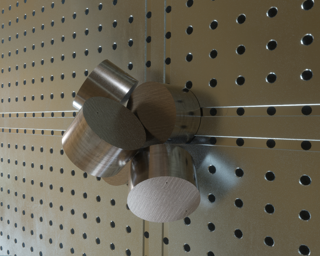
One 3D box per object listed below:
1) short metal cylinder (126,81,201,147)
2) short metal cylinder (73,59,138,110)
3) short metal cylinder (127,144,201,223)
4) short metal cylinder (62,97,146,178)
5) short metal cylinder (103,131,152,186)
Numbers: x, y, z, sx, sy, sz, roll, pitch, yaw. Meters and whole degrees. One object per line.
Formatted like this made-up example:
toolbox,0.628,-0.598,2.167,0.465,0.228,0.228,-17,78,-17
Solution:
short metal cylinder,0.003,-0.016,0.388,0.080,0.050,0.079,0,90,39
short metal cylinder,-0.073,-0.046,0.422,0.050,0.080,0.080,35,116,-3
short metal cylinder,0.004,0.065,0.359,0.080,0.080,0.050,-48,26,29
short metal cylinder,-0.064,0.010,0.357,0.050,0.081,0.080,-49,62,29
short metal cylinder,-0.045,0.036,0.427,0.080,0.050,0.079,0,90,39
